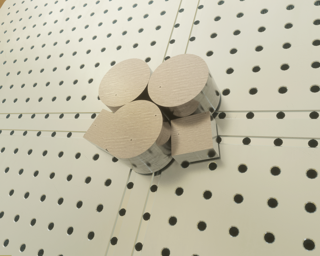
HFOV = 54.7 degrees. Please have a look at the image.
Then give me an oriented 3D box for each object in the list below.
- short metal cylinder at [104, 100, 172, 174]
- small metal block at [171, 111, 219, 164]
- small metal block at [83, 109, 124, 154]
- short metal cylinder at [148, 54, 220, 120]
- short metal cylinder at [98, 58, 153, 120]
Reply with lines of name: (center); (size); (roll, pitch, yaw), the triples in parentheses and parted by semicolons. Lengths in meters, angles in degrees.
short metal cylinder: (-0.023, 0.012, 0.393); (0.080, 0.050, 0.080); (-13, 56, 21)
small metal block: (0.042, 0.012, 0.375); (0.050, 0.025, 0.050); (-13, 56, 21)
small metal block: (-0.072, 0.006, 0.438); (0.050, 0.025, 0.050); (23, 74, 36)
short metal cylinder: (0.031, -0.048, 0.401); (0.080, 0.050, 0.080); (-13, 56, 21)
short metal cylinder: (-0.039, -0.051, 0.439); (0.080, 0.050, 0.080); (-13, 56, 21)
